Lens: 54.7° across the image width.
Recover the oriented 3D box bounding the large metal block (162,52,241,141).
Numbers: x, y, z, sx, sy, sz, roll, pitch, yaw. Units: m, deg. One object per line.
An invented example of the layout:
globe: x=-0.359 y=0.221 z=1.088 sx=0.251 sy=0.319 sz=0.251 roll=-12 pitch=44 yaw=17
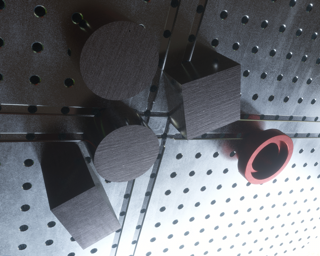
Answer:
large metal block: x=0.055 y=-0.042 z=0.399 sx=0.081 sy=0.050 sz=0.080 roll=-21 pitch=127 yaw=-16

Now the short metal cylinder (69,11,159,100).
short metal cylinder: x=-0.048 y=-0.075 z=0.322 sx=0.081 sy=0.050 sz=0.079 roll=-14 pitch=124 yaw=-21

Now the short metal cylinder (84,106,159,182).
short metal cylinder: x=-0.048 y=0.019 z=0.381 sx=0.081 sy=0.050 sz=0.079 roll=-14 pitch=124 yaw=-21

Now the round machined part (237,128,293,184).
round machined part: x=0.170 y=0.043 z=0.520 sx=0.099 sy=0.042 sz=0.097 roll=-14 pitch=124 yaw=-21

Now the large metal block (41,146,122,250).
large metal block: x=-0.096 y=0.083 z=0.374 sx=0.050 sy=0.080 sz=0.080 roll=-28 pitch=128 yaw=-11
